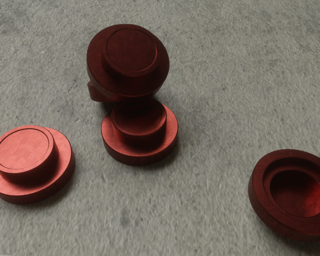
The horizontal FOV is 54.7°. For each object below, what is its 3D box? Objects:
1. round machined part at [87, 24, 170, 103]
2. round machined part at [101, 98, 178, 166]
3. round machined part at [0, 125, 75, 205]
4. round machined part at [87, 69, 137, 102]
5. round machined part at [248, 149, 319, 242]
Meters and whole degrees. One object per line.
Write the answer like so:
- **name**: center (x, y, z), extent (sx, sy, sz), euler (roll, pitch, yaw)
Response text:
- **round machined part**: center (-0.036, -0.082, 0.366), extent (0.099, 0.042, 0.098), euler (4, 71, -13)
- **round machined part**: center (-0.026, -0.003, 0.395), extent (0.099, 0.042, 0.098), euler (0, 50, 0)
- **round machined part**: center (-0.153, 0.035, 0.361), extent (0.099, 0.042, 0.098), euler (0, 50, 0)
- **round machined part**: center (-0.050, -0.070, 0.423), extent (0.099, 0.042, 0.098), euler (-8, 21, 3)
- **round machined part**: center (0.144, 0.074, 0.332), extent (0.099, 0.042, 0.098), euler (0, 50, 0)
